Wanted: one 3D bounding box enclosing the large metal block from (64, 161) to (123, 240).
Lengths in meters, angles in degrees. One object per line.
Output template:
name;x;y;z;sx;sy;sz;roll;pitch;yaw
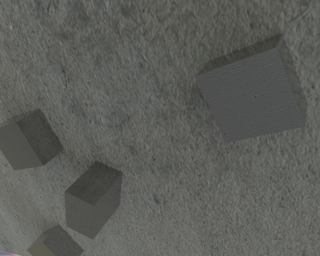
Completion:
large metal block;-0.104;0.114;0.494;0.050;0.080;0.079;21;126;15

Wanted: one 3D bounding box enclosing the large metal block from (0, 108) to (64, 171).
large metal block;-0.223;0.020;0.518;0.080;0.050;0.080;-11;113;32

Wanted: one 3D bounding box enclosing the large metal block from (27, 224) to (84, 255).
large metal block;-0.227;0.265;0.671;0.080;0.050;0.080;-33;100;38

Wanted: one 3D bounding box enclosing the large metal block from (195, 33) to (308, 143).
large metal block;0.095;-0.038;0.316;0.080;0.050;0.080;-15;111;34
